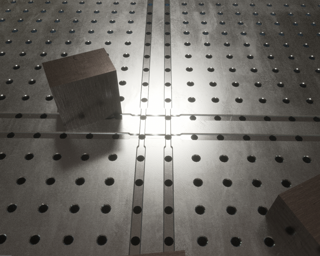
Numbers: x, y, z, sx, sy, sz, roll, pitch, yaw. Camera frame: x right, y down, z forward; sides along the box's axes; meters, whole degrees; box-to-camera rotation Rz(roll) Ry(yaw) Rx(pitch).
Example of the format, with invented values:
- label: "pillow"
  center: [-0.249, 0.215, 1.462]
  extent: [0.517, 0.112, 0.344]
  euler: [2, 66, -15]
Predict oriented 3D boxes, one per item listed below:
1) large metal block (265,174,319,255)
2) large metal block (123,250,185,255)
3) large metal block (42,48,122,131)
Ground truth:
- label: "large metal block"
  center: [0.171, 0.096, 0.313]
  extent: [0.081, 0.050, 0.080]
  euler: [-20, 53, -17]
- label: "large metal block"
  center: [-0.015, 0.155, 0.261]
  extent: [0.081, 0.050, 0.080]
  euler: [-4, 50, -4]
- label: "large metal block"
  center: [-0.101, -0.051, 0.413]
  extent: [0.081, 0.080, 0.050]
  euler: [-19, 53, -15]
